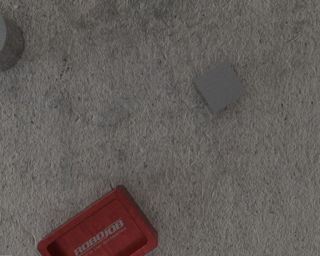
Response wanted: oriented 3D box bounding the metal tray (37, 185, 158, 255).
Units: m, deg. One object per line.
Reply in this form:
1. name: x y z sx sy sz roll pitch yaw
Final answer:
1. metal tray: -0.079 0.148 0.406 0.130 0.030 0.090 -35 90 0

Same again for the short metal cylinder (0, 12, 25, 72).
1. short metal cylinder: -0.224 -0.115 0.395 0.081 0.050 0.079 0 90 0

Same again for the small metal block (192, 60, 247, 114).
1. small metal block: 0.078 -0.053 0.410 0.050 0.025 0.050 -32 90 0
